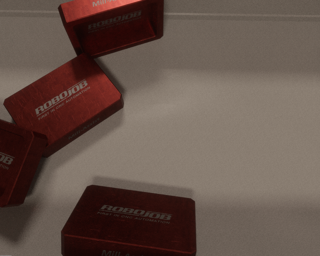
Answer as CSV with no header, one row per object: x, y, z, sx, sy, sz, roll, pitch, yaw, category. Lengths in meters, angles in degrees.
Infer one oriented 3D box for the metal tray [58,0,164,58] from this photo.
-0.061,-0.145,0.427,0.131,0.090,0.030,-19,72,-7,metal tray

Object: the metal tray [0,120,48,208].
-0.212,0.031,0.373,0.130,0.030,0.090,17,83,14,metal tray

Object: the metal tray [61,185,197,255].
-0.028,0.106,0.337,0.131,0.090,0.030,7,112,2,metal tray

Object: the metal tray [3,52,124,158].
-0.127,-0.033,0.417,0.131,0.030,0.090,-35,74,-12,metal tray
